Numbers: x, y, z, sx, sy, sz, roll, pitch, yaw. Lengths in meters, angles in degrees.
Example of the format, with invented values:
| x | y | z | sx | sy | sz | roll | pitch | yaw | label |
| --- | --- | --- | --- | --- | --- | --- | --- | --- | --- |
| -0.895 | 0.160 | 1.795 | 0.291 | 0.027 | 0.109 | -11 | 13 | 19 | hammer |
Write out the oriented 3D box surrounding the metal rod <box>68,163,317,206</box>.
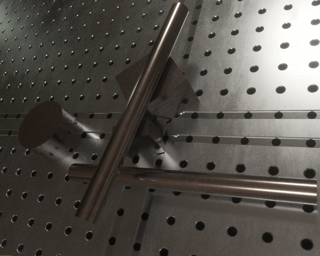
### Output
| x | y | z | sx | sy | sz | roll | pitch | yaw | label |
| --- | --- | --- | --- | --- | --- | --- | --- | --- | --- |
| 0.015 | 0.061 | 0.361 | 0.300 | 0.025 | 0.025 | 0 | 62 | 27 | metal rod |

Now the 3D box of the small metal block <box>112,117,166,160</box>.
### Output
| x | y | z | sx | sy | sz | roll | pitch | yaw | label |
| --- | --- | --- | --- | --- | --- | --- | --- | --- | --- |
| -0.027 | 0.015 | 0.396 | 0.050 | 0.050 | 0.025 | -15 | 56 | 19 | small metal block |

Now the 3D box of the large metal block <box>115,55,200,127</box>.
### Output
| x | y | z | sx | sy | sz | roll | pitch | yaw | label |
| --- | --- | --- | --- | --- | --- | --- | --- | --- | --- |
| -0.005 | -0.055 | 0.427 | 0.080 | 0.050 | 0.080 | -33 | 52 | 6 | large metal block |

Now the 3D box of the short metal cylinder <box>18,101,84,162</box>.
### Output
| x | y | z | sx | sy | sz | roll | pitch | yaw | label |
| --- | --- | --- | --- | --- | --- | --- | --- | --- | --- |
| -0.166 | 0.005 | 0.474 | 0.080 | 0.050 | 0.080 | -13 | 56 | 20 | short metal cylinder |

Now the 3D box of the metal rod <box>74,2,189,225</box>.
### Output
| x | y | z | sx | sy | sz | roll | pitch | yaw | label |
| --- | --- | --- | --- | --- | --- | --- | --- | --- | --- |
| -0.025 | -0.034 | 0.376 | 0.025 | 0.025 | 0.300 | 9 | 66 | 31 | metal rod |
